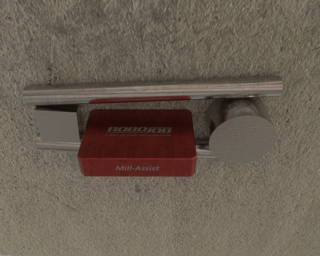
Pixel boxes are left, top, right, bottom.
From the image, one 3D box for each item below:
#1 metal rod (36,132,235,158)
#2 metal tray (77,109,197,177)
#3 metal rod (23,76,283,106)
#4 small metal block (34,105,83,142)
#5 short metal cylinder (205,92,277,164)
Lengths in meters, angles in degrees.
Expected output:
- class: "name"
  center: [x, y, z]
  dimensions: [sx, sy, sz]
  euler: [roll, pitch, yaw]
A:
- class: "metal rod"
  center: [-0.014, 0.025, 0.430]
  dimensions: [0.302, 0.025, 0.025]
  euler: [3, 130, -3]
- class: "metal tray"
  center: [-0.025, 0.016, 0.377]
  dimensions: [0.131, 0.090, 0.030]
  euler: [0, 130, 0]
- class: "metal rod"
  center: [-0.009, -0.044, 0.371]
  dimensions: [0.302, 0.025, 0.025]
  euler: [-2, 130, 1]
- class: "small metal block"
  center: [-0.129, -0.009, 0.400]
  dimensions: [0.050, 0.025, 0.050]
  euler: [3, 130, -3]
- class: "short metal cylinder"
  center: [0.099, 0.000, 0.393]
  dimensions: [0.081, 0.050, 0.079]
  euler: [0, 130, 0]
